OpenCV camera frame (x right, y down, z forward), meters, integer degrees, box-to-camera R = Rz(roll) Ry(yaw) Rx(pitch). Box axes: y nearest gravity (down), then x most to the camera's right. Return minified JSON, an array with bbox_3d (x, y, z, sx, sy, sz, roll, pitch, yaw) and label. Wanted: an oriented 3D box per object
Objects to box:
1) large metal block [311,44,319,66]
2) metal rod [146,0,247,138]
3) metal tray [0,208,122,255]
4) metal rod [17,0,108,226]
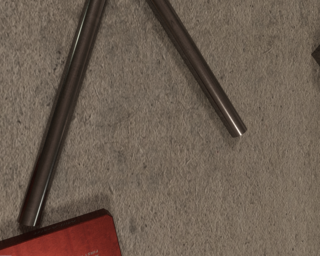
[{"bbox_3d":[0.315,-0.123,0.515,0.080,0.050,0.080,47,75,-15],"label":"large metal block"},{"bbox_3d":[0.034,-0.114,0.422,0.025,0.025,0.299,-38,103,-16],"label":"metal rod"},{"bbox_3d":[-0.113,0.160,0.365,0.131,0.030,0.089,-14,95,-20],"label":"metal tray"},{"bbox_3d":[-0.111,-0.036,0.368,0.025,0.025,0.299,17,84,-20],"label":"metal rod"}]
